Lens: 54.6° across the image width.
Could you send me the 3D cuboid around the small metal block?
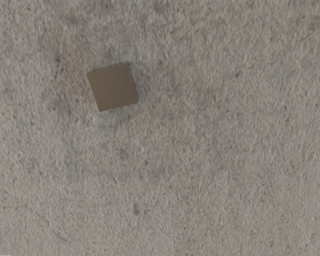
[{"bbox_3d":[-0.058,-0.053,0.390,0.050,0.025,0.050,-13,110,5],"label":"small metal block"}]
